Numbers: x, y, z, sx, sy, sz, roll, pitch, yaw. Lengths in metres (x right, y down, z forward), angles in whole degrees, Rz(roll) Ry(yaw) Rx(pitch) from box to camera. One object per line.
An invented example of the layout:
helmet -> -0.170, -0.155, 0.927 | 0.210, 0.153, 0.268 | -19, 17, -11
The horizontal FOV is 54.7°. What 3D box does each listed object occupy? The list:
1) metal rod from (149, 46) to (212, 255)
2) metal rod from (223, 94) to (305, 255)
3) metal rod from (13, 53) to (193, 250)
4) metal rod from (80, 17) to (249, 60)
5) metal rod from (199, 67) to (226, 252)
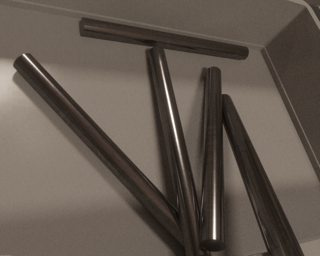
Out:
metal rod -> 0.017, 0.007, 0.393 | 0.025, 0.025, 0.299 | 7, 53, -25
metal rod -> 0.100, 0.032, 0.360 | 0.025, 0.025, 0.300 | 25, 27, -13
metal rod -> -0.059, 0.029, 0.357 | 0.300, 0.025, 0.025 | 46, 51, 4
metal rod -> 0.024, -0.141, 0.506 | 0.303, 0.025, 0.025 | 1, 62, -28
metal rod -> 0.069, 0.010, 0.403 | 0.025, 0.025, 0.300 | 25, 42, -13
